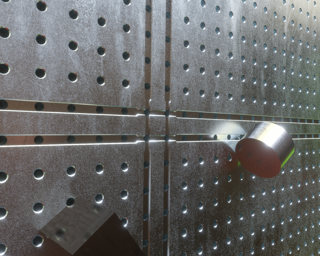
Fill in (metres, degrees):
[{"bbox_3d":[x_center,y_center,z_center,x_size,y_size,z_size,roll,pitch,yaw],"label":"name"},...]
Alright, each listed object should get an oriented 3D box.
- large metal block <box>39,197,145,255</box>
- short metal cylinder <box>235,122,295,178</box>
[{"bbox_3d":[-0.066,0.124,0.319,0.050,0.080,0.080,-43,116,-32],"label":"large metal block"},{"bbox_3d":[0.175,0.037,0.520,0.050,0.080,0.080,-39,114,-33],"label":"short metal cylinder"}]
